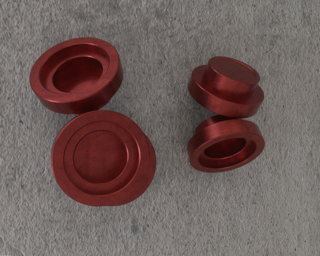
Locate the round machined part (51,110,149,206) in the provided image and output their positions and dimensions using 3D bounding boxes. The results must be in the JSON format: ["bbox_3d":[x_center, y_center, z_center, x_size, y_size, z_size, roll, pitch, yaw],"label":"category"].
[{"bbox_3d":[-0.064,0.030,0.330,0.099,0.042,0.097,-1,92,-21],"label":"round machined part"}]

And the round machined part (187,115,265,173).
[{"bbox_3d":[0.084,0.018,0.411,0.099,0.097,0.042,4,52,-20],"label":"round machined part"}]

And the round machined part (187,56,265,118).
[{"bbox_3d":[0.089,-0.059,0.401,0.099,0.098,0.042,2,129,-20],"label":"round machined part"}]

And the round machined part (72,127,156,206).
[{"bbox_3d":[-0.058,0.042,0.379,0.099,0.042,0.097,0,90,-20],"label":"round machined part"}]

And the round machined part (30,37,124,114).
[{"bbox_3d":[-0.089,-0.054,0.349,0.099,0.042,0.098,-4,55,5],"label":"round machined part"}]
